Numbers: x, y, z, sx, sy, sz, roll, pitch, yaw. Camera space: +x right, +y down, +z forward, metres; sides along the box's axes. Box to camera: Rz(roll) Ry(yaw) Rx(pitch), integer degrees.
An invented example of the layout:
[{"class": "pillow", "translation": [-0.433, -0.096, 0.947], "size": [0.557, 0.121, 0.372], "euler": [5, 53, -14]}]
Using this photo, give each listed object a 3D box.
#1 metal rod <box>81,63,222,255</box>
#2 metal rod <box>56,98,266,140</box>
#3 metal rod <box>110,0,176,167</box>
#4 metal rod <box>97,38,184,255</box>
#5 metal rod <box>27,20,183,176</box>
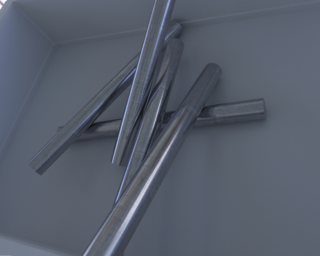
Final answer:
[{"class": "metal rod", "translation": [0.011, 0.013, 0.313], "size": [0.025, 0.025, 0.301], "euler": [2, 37, 29]}, {"class": "metal rod", "translation": [-0.016, -0.006, 0.417], "size": [0.300, 0.025, 0.025], "euler": [-7, 59, 24]}, {"class": "metal rod", "translation": [-0.011, -0.096, 0.389], "size": [0.025, 0.025, 0.298], "euler": [21, 97, 35]}, {"class": "metal rod", "translation": [-0.012, 0.000, 0.374], "size": [0.025, 0.025, 0.300], "euler": [-2, 53, 27]}, {"class": "metal rod", "translation": [-0.071, -0.053, 0.451], "size": [0.025, 0.025, 0.301], "euler": [29, 70, 37]}]
